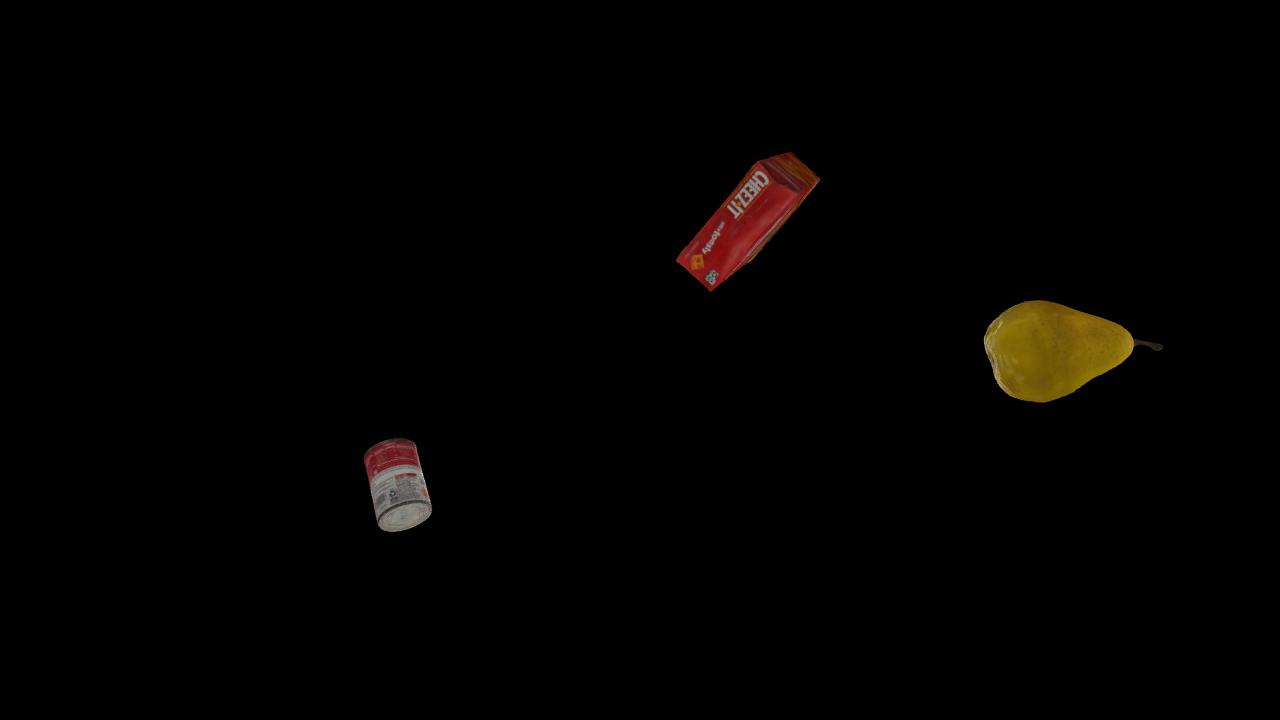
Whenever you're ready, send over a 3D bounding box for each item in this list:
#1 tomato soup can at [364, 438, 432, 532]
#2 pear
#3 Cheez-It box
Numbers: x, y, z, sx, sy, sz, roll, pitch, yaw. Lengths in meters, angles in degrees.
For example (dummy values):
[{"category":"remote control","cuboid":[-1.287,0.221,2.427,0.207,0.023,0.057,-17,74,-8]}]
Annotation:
[{"category":"tomato soup can","cuboid":[-0.313,0.162,0.797,0.068,0.101,0.068,-20,-35,-15]},{"category":"pear","cuboid":[0.333,-0.013,0.476,0.111,0.080,0.080,-18,-7,23]},{"category":"Cheez-It box","cuboid":[0.155,-0.195,0.845,0.166,0.071,0.223,-50,-4,31]}]
